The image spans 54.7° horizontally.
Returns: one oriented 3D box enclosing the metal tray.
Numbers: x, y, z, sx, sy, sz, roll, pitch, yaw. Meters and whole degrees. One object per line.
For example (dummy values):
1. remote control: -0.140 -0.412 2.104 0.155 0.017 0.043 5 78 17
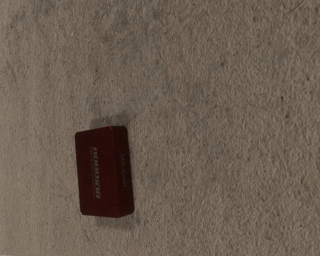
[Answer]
1. metal tray: -0.086 0.066 0.471 0.090 0.030 0.129 -9 84 39
